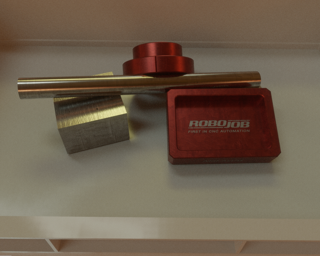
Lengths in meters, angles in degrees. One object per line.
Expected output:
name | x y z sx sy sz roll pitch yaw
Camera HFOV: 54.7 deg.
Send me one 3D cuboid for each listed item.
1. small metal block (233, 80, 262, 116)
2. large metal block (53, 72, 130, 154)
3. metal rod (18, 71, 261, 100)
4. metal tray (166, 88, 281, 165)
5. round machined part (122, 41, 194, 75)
small metal block | 0.118 -0.045 0.442 0.050 0.025 0.050 -9 51 -8
large metal block | -0.090 -0.022 0.403 0.081 0.050 0.080 -14 52 -12
metal rod | -0.014 -0.056 0.391 0.302 0.025 0.025 -4 50 -13
metal tray | 0.074 -0.003 0.385 0.131 0.030 0.090 -1 69 -2
round machined part | -0.003 -0.090 0.429 0.099 0.098 0.042 -3 91 -3
